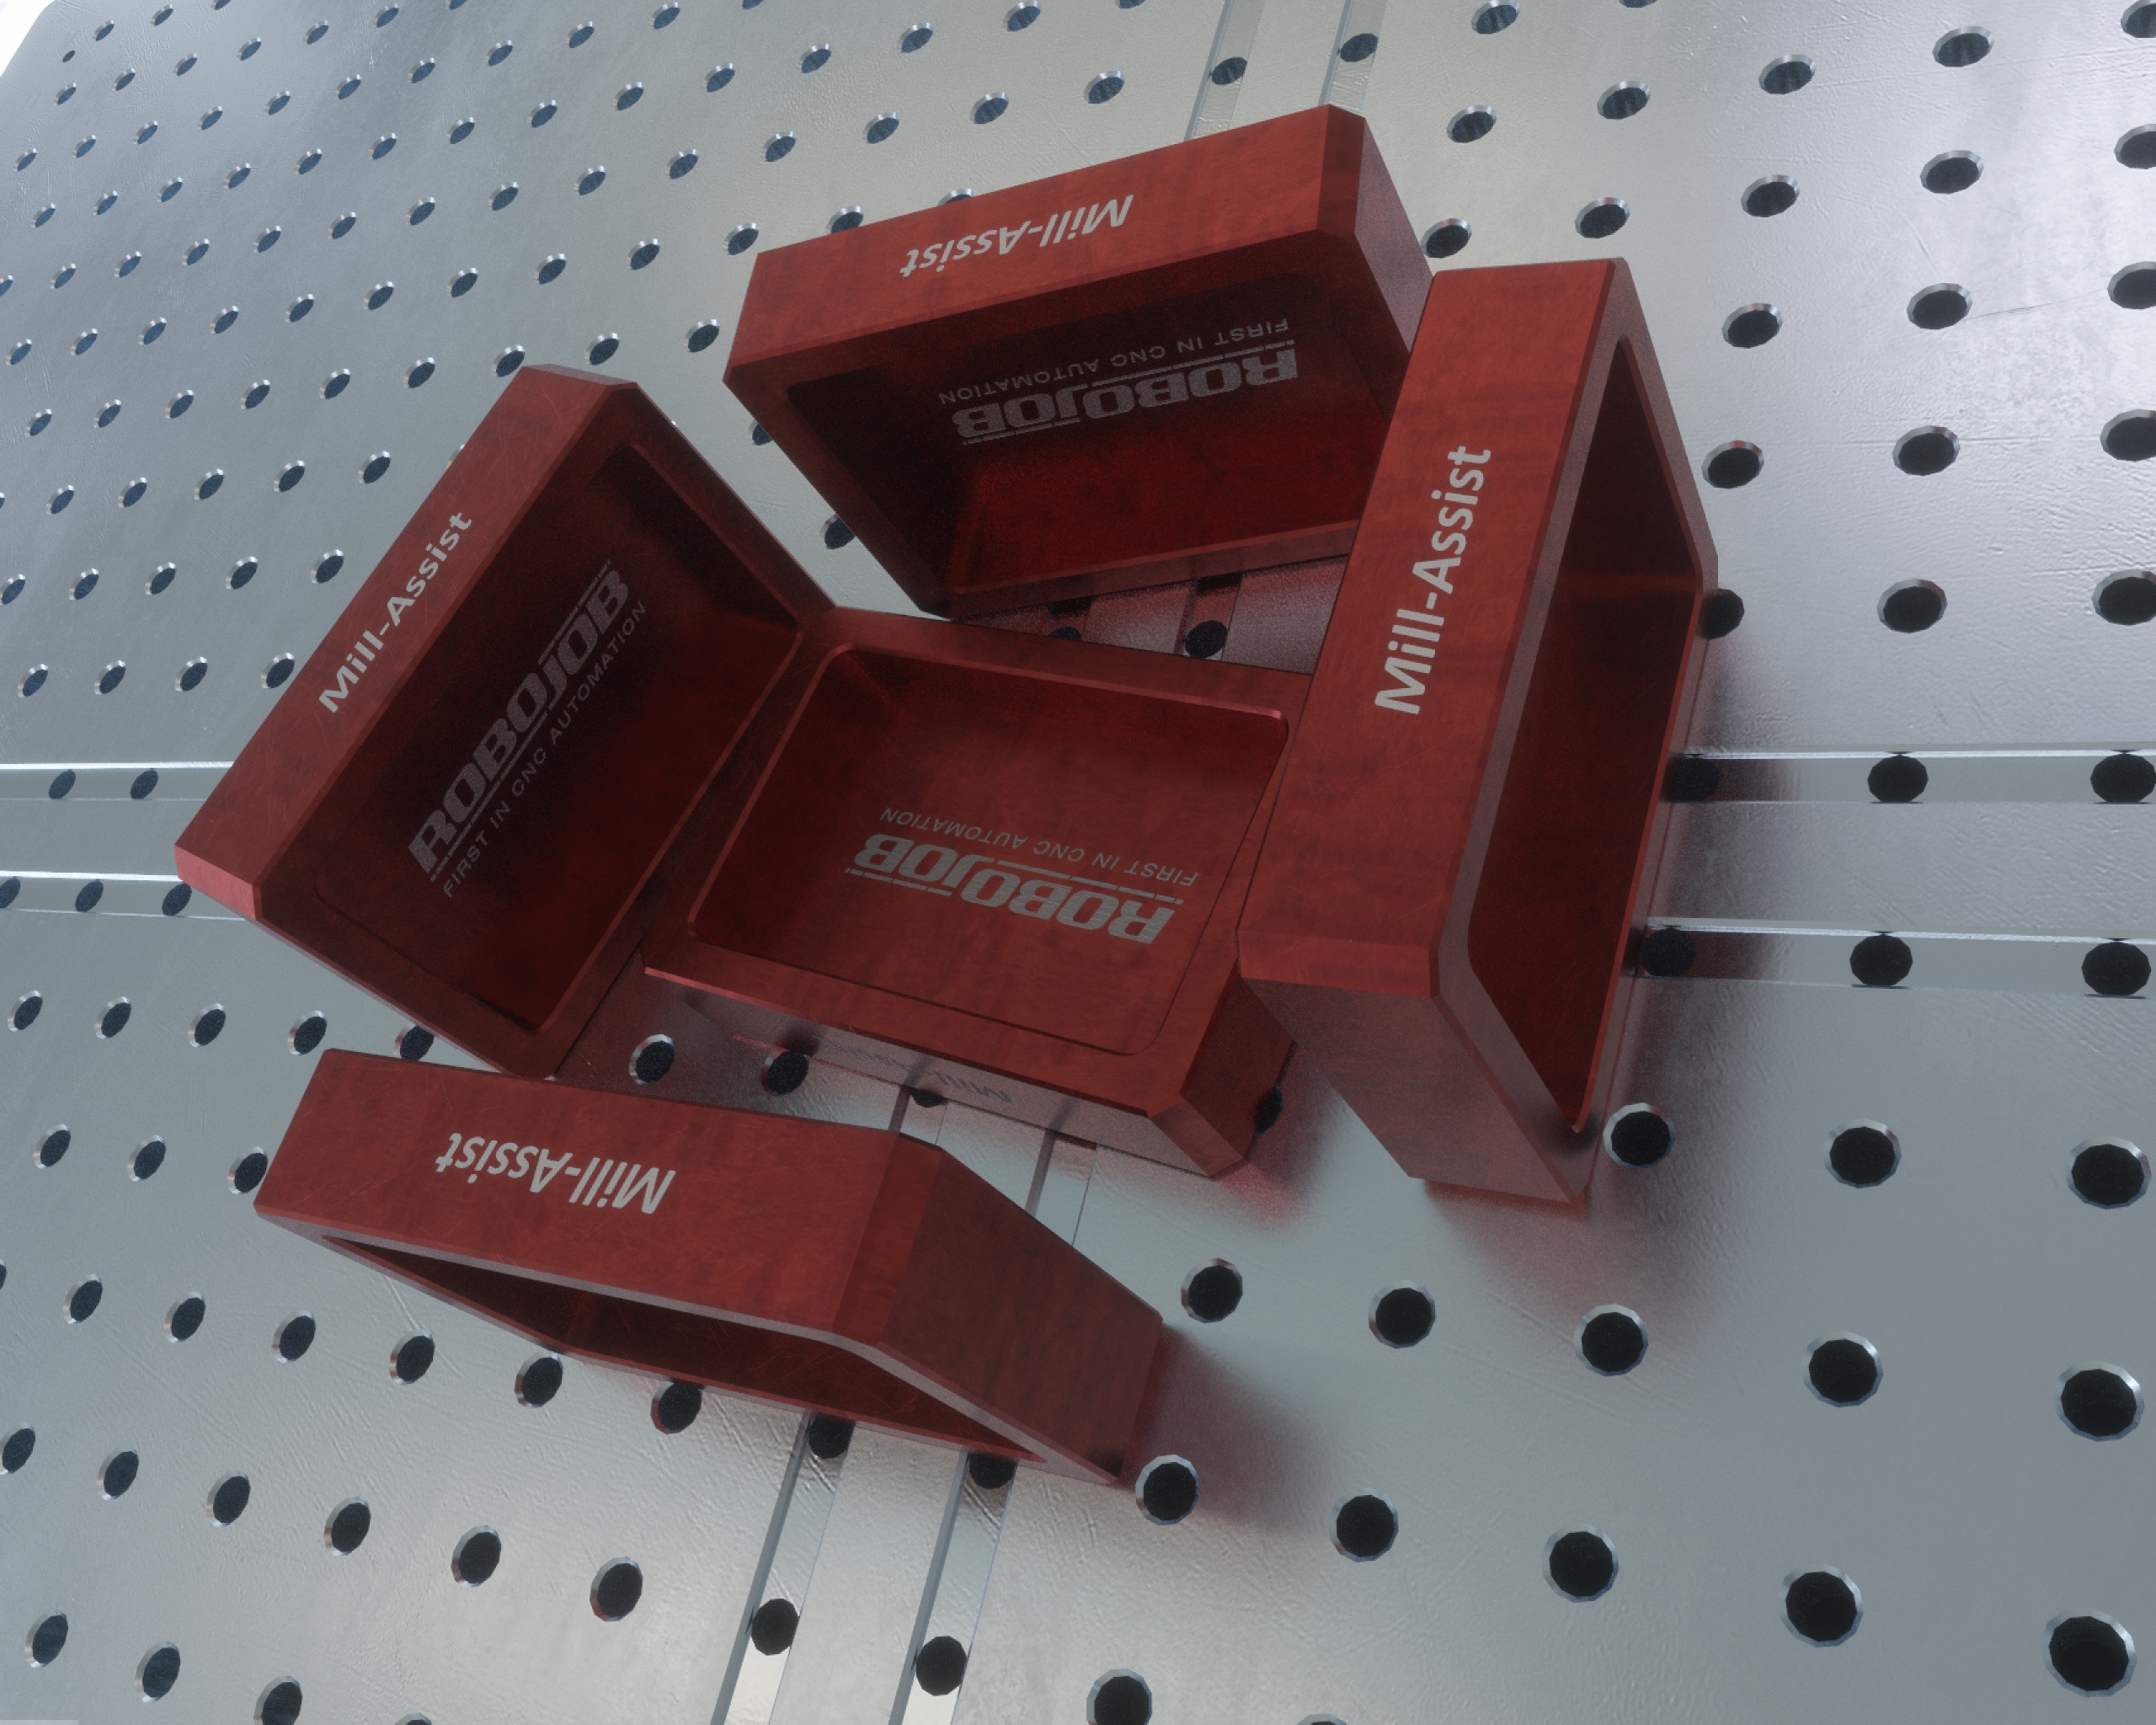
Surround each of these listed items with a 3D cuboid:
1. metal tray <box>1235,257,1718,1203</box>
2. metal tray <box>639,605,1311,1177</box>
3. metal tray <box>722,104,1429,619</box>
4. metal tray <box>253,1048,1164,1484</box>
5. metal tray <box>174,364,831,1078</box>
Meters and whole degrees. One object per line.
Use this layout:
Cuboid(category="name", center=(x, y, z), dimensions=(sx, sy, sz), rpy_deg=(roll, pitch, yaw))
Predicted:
Cuboid(category="metal tray", center=(0.071, -0.021, 0.342), dimensions=(0.030, 0.090, 0.130), rpy_deg=(5, 64, 30))
Cuboid(category="metal tray", center=(-0.014, 0.001, 0.412), dimensions=(0.130, 0.030, 0.090), rpy_deg=(12, 68, 33))
Cuboid(category="metal tray", center=(0.007, -0.094, 0.421), dimensions=(0.130, 0.090, 0.030), rpy_deg=(-6, 59, 25))
Cuboid(category="metal tray", center=(-0.062, 0.069, 0.358), dimensions=(0.130, 0.090, 0.030), rpy_deg=(4, 64, 30))
Cuboid(category="metal tray", center=(-0.115, -0.028, 0.446), dimensions=(0.030, 0.090, 0.130), rpy_deg=(20, 72, 36))
